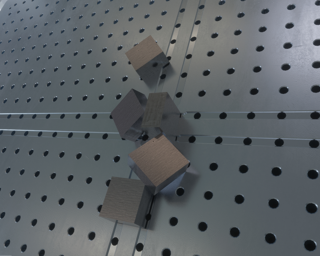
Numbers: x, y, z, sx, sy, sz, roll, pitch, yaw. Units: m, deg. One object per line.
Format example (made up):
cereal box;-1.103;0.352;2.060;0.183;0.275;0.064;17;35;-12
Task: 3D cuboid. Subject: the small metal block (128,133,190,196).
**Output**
small metal block;-0.003;0.042;0.364;0.050;0.025;0.050;-33;66;-25

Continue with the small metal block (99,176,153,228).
small metal block;-0.039;0.089;0.375;0.050;0.025;0.050;2;63;29

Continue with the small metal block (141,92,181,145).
small metal block;0.002;-0.011;0.398;0.025;0.050;0.050;-1;61;25

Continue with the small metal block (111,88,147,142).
small metal block;-0.037;-0.018;0.431;0.050;0.025;0.050;-46;48;20

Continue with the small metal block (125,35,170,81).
small metal block;-0.021;-0.111;0.488;0.050;0.025;0.050;-34;51;6
